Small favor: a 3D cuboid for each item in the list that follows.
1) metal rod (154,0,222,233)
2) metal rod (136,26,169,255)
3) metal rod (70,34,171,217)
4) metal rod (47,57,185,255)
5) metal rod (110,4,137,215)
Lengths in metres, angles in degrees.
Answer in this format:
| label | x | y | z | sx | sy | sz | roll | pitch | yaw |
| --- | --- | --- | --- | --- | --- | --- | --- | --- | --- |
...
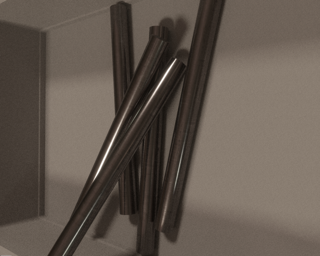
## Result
| label | x | y | z | sx | sy | sz | roll | pitch | yaw |
| --- | --- | --- | --- | --- | --- | --- | --- | --- | --- |
| metal rod | 0.033 | -0.015 | 0.377 | 0.025 | 0.025 | 0.298 | 18 | 101 | 38 |
| metal rod | -0.011 | 0.018 | 0.413 | 0.025 | 0.025 | 0.298 | 6 | 94 | 39 |
| metal rod | -0.062 | 0.018 | 0.421 | 0.025 | 0.025 | 0.298 | 40 | 114 | 32 |
| metal rod | -0.054 | 0.046 | 0.375 | 0.025 | 0.025 | 0.299 | 27 | 83 | 36 |
| metal rod | -0.053 | -0.028 | 0.447 | 0.025 | 0.025 | 0.298 | -5 | 87 | 39 |
